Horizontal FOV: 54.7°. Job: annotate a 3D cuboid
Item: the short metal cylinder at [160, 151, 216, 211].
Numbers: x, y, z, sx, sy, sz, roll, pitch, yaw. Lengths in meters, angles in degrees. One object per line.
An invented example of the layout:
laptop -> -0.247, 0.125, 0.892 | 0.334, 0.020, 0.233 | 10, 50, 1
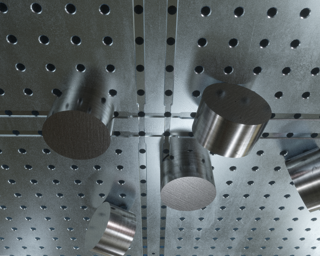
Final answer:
short metal cylinder -> 0.041, 0.080, 0.464 | 0.081, 0.050, 0.079 | -1, 130, 0

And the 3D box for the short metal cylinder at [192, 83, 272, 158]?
short metal cylinder -> 0.083, -0.011, 0.368 | 0.081, 0.080, 0.050 | 8, 130, -7

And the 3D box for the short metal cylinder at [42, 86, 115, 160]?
short metal cylinder -> -0.100, -0.006, 0.389 | 0.081, 0.050, 0.079 | -1, 130, 0

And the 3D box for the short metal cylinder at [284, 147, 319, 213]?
short metal cylinder -> 0.221, 0.073, 0.442 | 0.050, 0.080, 0.080 | -28, 125, 21

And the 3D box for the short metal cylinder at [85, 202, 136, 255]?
short metal cylinder -> -0.083, 0.171, 0.520 | 0.050, 0.080, 0.080 | 30, 124, -23
